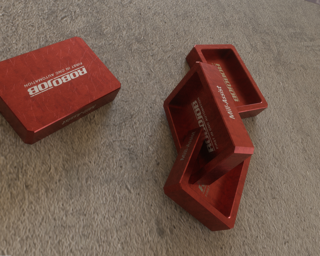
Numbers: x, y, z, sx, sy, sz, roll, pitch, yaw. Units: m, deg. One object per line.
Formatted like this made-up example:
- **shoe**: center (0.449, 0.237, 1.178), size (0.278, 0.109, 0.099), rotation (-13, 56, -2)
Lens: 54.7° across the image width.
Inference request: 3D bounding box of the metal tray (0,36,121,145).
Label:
- **metal tray**: center (-0.123, -0.050, 0.365), size (0.090, 0.030, 0.131), rotation (49, 51, 6)

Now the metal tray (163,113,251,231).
- **metal tray**: center (0.066, 0.050, 0.392), size (0.090, 0.030, 0.130), rotation (42, 50, -17)

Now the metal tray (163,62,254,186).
- **metal tray**: center (0.052, -0.005, 0.382), size (0.030, 0.089, 0.130), rotation (6, 53, -32)

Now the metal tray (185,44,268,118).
- **metal tray**: center (0.108, -0.076, 0.504), size (0.091, 0.030, 0.130), rotation (-11, 67, -33)
